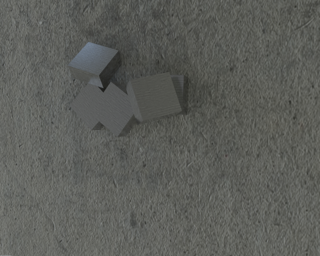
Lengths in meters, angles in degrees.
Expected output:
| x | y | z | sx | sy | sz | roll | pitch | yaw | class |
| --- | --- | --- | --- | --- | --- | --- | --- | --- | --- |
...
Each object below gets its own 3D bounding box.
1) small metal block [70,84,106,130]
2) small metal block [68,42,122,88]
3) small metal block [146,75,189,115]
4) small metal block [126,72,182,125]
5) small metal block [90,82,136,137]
| x | y | z | sx | sy | sz | roll | pitch | yaw | class |
| --- | --- | --- | --- | --- | --- | --- | --- | --- | --- |
| -0.091 | -0.032 | 0.441 | 0.050 | 0.025 | 0.050 | -46 | 76 | 14 | small metal block |
| -0.089 | -0.088 | 0.428 | 0.050 | 0.025 | 0.050 | 20 | 60 | 18 | small metal block |
| 0.009 | -0.043 | 0.406 | 0.050 | 0.025 | 0.050 | 2 | 91 | 19 | small metal block |
| -0.008 | -0.035 | 0.372 | 0.050 | 0.025 | 0.050 | -15 | 84 | -21 | small metal block |
| -0.053 | -0.024 | 0.400 | 0.050 | 0.025 | 0.050 | 39 | 102 | 15 | small metal block |
